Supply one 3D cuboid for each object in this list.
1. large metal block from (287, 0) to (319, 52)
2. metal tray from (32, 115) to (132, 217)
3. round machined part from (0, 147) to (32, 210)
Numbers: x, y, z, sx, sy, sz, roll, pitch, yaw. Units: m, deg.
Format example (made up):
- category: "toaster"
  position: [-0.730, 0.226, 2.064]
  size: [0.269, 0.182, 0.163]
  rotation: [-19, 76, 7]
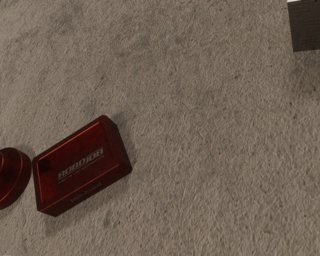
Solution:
- category: "large metal block"
  position: [0.193, -0.136, 0.351]
  size: [0.080, 0.080, 0.050]
  rotation: [1, 62, 28]
- category: "metal tray"
  position: [-0.111, 0.051, 0.425]
  size: [0.130, 0.030, 0.090]
  rotation: [-31, 52, 7]
- category: "round machined part"
  position: [-0.252, 0.074, 0.477]
  size: [0.098, 0.042, 0.098]
  rotation: [-13, 56, 20]
